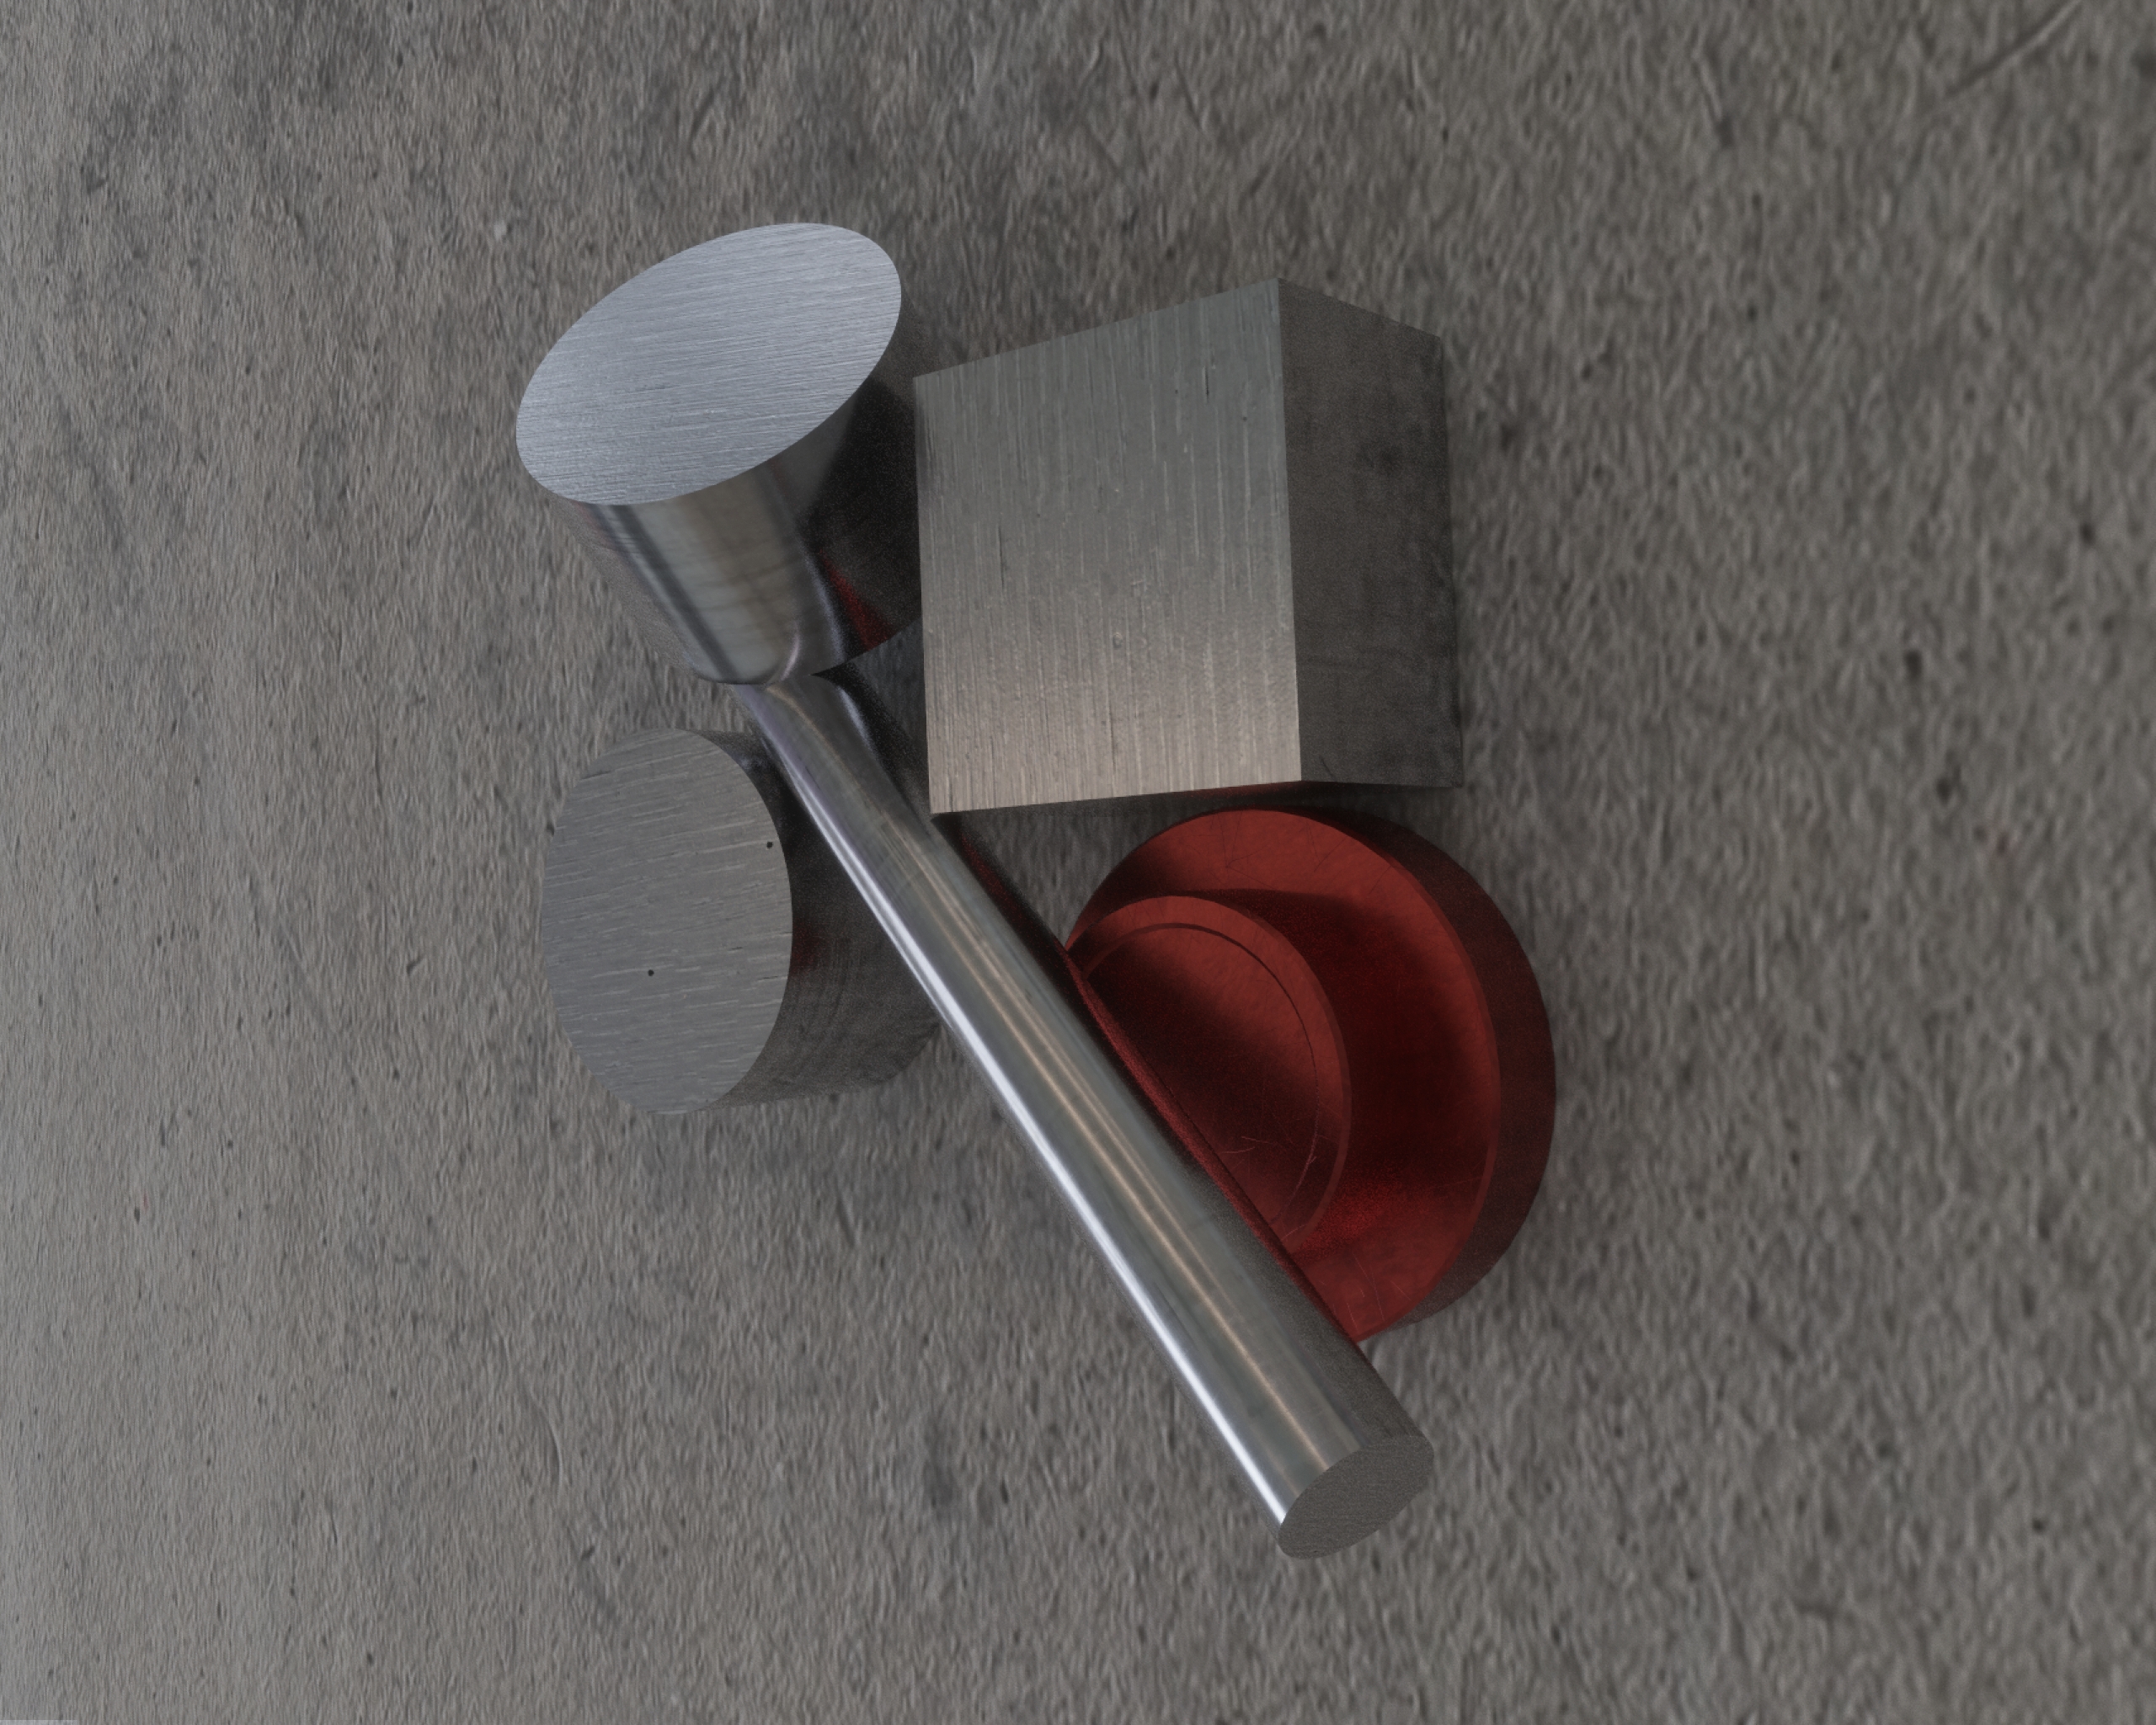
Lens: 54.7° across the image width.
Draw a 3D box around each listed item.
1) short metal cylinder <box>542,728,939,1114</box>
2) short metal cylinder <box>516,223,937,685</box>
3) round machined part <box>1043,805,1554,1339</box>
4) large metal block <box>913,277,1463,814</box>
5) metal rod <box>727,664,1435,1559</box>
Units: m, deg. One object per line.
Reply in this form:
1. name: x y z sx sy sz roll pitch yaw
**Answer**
1. short metal cylinder: -0.070 0.012 0.449 0.080 0.050 0.080 0 90 40
2. short metal cylinder: -0.063 -0.082 0.418 0.080 0.050 0.080 -11 50 14
3. round machined part: 0.030 0.038 0.369 0.098 0.042 0.097 0 90 40
4. large metal block: 0.019 -0.051 0.372 0.080 0.050 0.080 -4 88 40
5. metal rod: -0.030 0.000 0.387 0.025 0.025 0.300 -60 43 23
